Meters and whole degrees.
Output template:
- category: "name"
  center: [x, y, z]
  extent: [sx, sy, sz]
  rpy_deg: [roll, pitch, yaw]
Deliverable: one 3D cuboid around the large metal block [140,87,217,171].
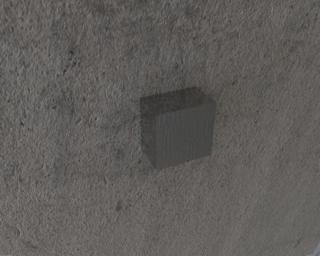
- category: "large metal block"
  center: [0.022, -0.001, 0.401]
  extent: [0.081, 0.050, 0.080]
  rpy_deg: [-14, 124, -21]
